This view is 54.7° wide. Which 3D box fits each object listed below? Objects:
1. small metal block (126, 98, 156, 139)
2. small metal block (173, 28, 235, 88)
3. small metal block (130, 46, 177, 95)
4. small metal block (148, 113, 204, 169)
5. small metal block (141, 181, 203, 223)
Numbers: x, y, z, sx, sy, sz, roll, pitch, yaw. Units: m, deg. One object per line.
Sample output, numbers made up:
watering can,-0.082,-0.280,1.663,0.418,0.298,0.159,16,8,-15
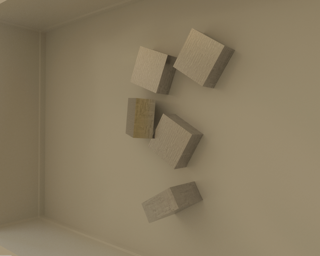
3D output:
small metal block,-0.027,-0.014,0.412,0.050,0.025,0.050,-163,77,-72
small metal block,0.051,-0.082,0.364,0.050,0.025,0.050,41,115,32
small metal block,-0.008,-0.076,0.411,0.050,0.025,0.050,28,107,36
small metal block,0.019,0.016,0.390,0.050,0.025,0.050,38,113,33
small metal block,0.015,0.090,0.376,0.050,0.050,0.025,-37,68,34
